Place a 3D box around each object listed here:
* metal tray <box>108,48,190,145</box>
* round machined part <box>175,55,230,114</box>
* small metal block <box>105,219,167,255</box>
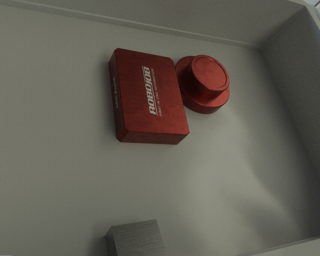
[{"bbox_3d":[-0.017,-0.043,0.421,0.091,0.030,0.130,4,60,-27],"label":"metal tray"},{"bbox_3d":[0.067,-0.074,0.478,0.099,0.042,0.098,14,56,-21],"label":"round machined part"},{"bbox_3d":[-0.023,0.124,0.313,0.050,0.025,0.050,0,51,-28],"label":"small metal block"}]
